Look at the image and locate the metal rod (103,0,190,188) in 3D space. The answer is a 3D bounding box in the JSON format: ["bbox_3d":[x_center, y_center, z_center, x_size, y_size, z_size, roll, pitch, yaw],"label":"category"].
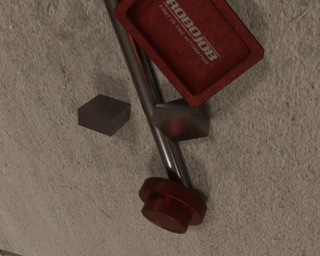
[{"bbox_3d":[-0.016,-0.046,0.385,0.025,0.025,0.298,-6,116,30],"label":"metal rod"}]

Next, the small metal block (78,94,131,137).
[{"bbox_3d":[-0.074,-0.018,0.416,0.050,0.050,0.025,19,126,16],"label":"small metal block"}]

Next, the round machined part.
[{"bbox_3d":[0.013,0.114,0.437,0.098,0.042,0.098,21,149,13],"label":"round machined part"}]

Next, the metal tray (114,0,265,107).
[{"bbox_3d":[0.029,-0.097,0.313,0.090,0.030,0.130,-38,98,24],"label":"metal tray"}]

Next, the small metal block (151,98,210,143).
[{"bbox_3d":[0.026,-0.009,0.373,0.050,0.025,0.050,-12,142,33],"label":"small metal block"}]
